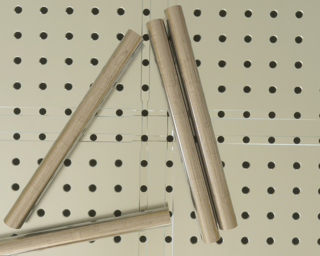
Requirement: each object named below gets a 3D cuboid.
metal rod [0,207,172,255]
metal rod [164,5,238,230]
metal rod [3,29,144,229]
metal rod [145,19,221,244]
[{"bbox_3d":[-0.135,0.146,0.412,0.302,0.025,0.025,-11,90,0],"label":"metal rod"},{"bbox_3d":[0.054,-0.013,0.413,0.025,0.025,0.299,-14,90,0],"label":"metal rod"},{"bbox_3d":[-0.114,0.001,0.412,0.025,0.025,0.299,33,90,0],"label":"metal rod"},{"bbox_3d":[0.031,0.004,0.413,0.025,0.025,0.299,-15,90,0],"label":"metal rod"}]
